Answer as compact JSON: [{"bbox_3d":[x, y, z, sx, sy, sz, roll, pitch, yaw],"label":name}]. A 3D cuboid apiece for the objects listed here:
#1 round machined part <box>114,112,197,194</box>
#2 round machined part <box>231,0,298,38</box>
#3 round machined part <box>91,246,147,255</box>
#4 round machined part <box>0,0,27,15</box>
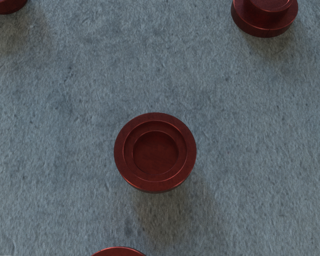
[{"bbox_3d":[-0.006,0.033,0.387,0.099,0.042,0.098,0,70,-1],"label":"round machined part"},{"bbox_3d":[0.161,-0.190,0.471,0.099,0.042,0.098,0,70,-1],"label":"round machined part"},{"bbox_3d":[-0.045,0.179,0.333,0.099,0.042,0.098,0,70,-1],"label":"round machined part"},{"bbox_3d":[-0.244,-0.214,0.474,0.099,0.042,0.098,0,70,-1],"label":"round machined part"}]
